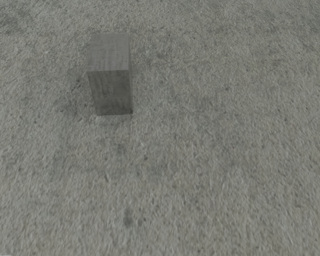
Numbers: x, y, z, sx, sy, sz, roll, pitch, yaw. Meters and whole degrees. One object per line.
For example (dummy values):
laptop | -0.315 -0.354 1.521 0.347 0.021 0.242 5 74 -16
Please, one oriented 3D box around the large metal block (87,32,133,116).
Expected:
large metal block | -0.066 -0.074 0.430 0.050 0.080 0.080 -3 50 -2
